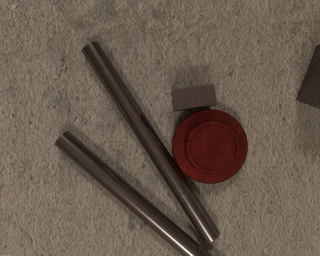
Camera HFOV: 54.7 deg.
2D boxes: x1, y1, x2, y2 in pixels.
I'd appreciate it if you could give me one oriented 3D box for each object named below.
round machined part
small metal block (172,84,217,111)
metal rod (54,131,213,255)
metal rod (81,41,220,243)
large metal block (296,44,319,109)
[{"bbox_3d":[0.066,0.024,0.402,0.099,0.042,0.097,0,90,-1],"label":"round machined part"},{"bbox_3d":[0.042,-0.038,0.398,0.050,0.050,0.025,-8,90,0],"label":"small metal block"},{"bbox_3d":[-0.017,0.111,0.409,0.300,0.025,0.025,41,90,-1],"label":"metal rod"},{"bbox_3d":[-0.012,0.019,0.409,0.025,0.025,0.299,-33,90,0],"label":"metal rod"},{"bbox_3d":[0.224,-0.067,0.385,0.050,0.080,0.080,21,90,0],"label":"large metal block"}]
